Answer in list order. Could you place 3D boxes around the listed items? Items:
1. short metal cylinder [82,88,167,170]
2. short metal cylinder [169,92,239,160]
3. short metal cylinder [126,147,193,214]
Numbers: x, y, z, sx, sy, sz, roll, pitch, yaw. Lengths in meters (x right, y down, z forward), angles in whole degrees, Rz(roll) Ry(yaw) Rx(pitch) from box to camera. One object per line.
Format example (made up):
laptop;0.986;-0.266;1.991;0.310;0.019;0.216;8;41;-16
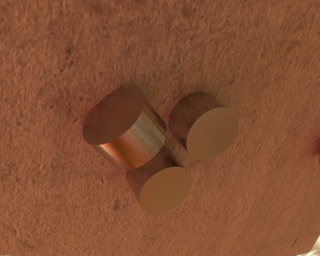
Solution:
short metal cylinder;-0.039;0.001;0.351;0.080;0.080;0.050;-40;130;-2
short metal cylinder;0.059;-0.003;0.423;0.081;0.050;0.079;-14;125;-21
short metal cylinder;-0.001;0.073;0.437;0.081;0.050;0.079;-14;125;-21
